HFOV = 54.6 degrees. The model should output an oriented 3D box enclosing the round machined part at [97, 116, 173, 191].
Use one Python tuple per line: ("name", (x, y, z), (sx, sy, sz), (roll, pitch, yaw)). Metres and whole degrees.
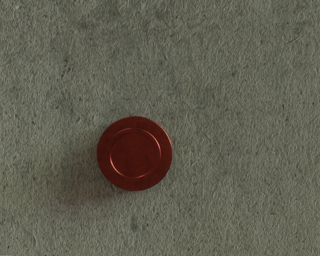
("round machined part", (-0.033, 0.033, 0.401), (0.099, 0.042, 0.097), (0, 90, 0))
